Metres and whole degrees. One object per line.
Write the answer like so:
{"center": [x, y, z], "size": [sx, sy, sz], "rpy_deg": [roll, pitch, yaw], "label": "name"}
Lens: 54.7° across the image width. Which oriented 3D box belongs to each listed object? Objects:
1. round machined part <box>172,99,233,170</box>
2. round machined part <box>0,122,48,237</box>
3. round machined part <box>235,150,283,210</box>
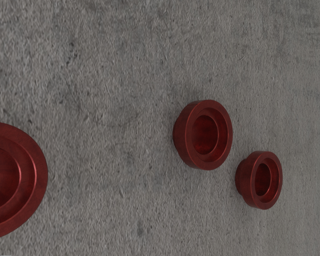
{"center": [0.056, 0.009, 0.441], "size": [0.099, 0.042, 0.097], "rpy_deg": [0, 90, -40], "label": "round machined part"}
{"center": [-0.153, 0.043, 0.266], "size": [0.099, 0.042, 0.097], "rpy_deg": [0, 90, -40], "label": "round machined part"}
{"center": [0.167, 0.087, 0.533], "size": [0.099, 0.042, 0.097], "rpy_deg": [0, 90, -40], "label": "round machined part"}
